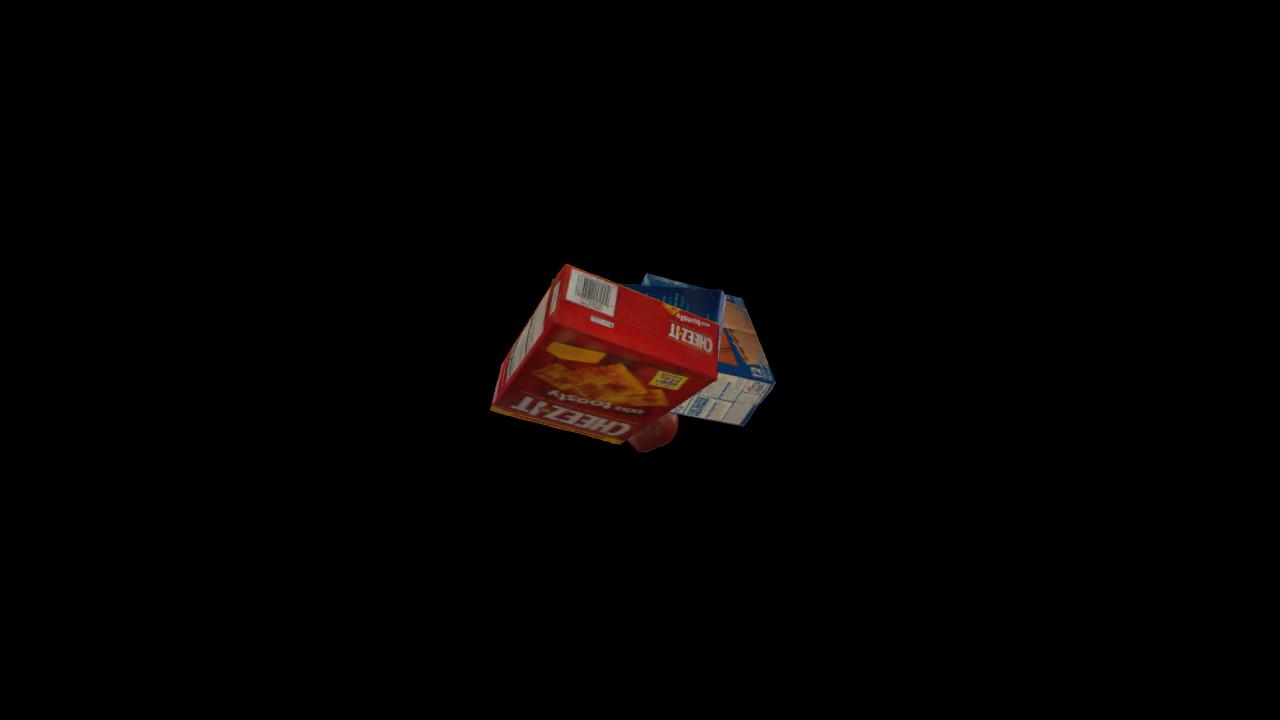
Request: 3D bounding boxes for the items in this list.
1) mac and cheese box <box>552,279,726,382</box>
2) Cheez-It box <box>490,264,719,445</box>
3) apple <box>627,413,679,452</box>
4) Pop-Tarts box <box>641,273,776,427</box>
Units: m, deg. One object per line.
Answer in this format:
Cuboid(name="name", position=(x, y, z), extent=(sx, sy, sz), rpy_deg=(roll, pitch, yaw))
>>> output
Cuboid(name="mac and cheese box", position=(-0.008, -0.032, 0.643), extent=(0.184, 0.093, 0.041), rpy_deg=(6, -4, 16))
Cuboid(name="Cheez-It box", position=(-0.045, 0.010, 0.639), extent=(0.166, 0.071, 0.223), rpy_deg=(19, -31, -20))
Cuboid(name="apple", position=(0.007, 0.065, 0.746), extent=(0.079, 0.093, 0.079), rpy_deg=(-23, 22, 10))
Cuboid(name="Pop-Tarts box", position=(0.067, -0.015, 0.754), extent=(0.141, 0.083, 0.167), rpy_deg=(12, 38, -18))
